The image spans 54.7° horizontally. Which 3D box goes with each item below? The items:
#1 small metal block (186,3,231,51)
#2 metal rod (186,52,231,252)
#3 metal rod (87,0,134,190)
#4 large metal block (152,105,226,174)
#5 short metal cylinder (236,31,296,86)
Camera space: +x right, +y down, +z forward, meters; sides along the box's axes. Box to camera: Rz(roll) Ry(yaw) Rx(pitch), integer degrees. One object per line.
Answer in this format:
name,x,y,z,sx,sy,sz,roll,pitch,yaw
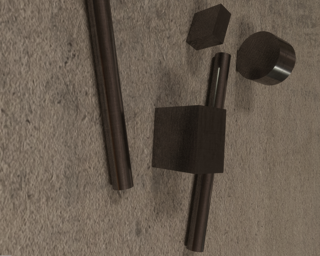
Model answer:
small metal block,0.070,-0.145,0.449,0.025,0.050,0.050,28,73,-37
metal rod,0.075,0.031,0.470,0.025,0.025,0.299,16,80,-39
metal rod,-0.061,-0.077,0.354,0.025,0.025,0.298,-12,98,-40
large metal block,0.036,0.014,0.402,0.050,0.080,0.080,5,87,-40
short metal cylinder,0.177,-0.115,0.520,0.050,0.080,0.080,8,85,-40
